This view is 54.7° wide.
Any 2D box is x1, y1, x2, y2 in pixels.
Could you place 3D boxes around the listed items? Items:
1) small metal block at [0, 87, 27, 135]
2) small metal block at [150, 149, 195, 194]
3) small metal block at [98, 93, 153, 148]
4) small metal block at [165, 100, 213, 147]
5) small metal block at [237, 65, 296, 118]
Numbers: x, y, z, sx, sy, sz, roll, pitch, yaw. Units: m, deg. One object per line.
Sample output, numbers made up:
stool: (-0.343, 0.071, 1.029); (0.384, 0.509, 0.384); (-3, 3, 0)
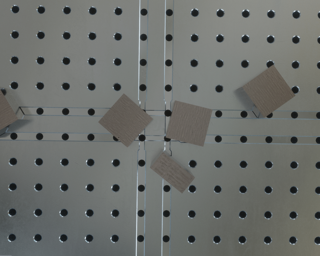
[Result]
small metal block: (-0.217, -0.020, 0.411); (0.050, 0.025, 0.050); (-31, 90, -1)
small metal block: (0.015, 0.054, 0.401); (0.050, 0.050, 0.025); (39, 90, -1)
small metal block: (-0.045, -0.010, 0.413); (0.050, 0.025, 0.050); (41, 90, -1)
small metal block: (0.038, -0.006, 0.414); (0.050, 0.025, 0.050); (14, 90, -1)
small metal block: (0.142, -0.048, 0.415); (0.050, 0.025, 0.050); (-36, 90, 0)
